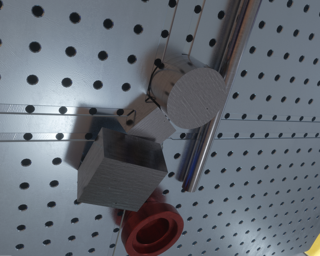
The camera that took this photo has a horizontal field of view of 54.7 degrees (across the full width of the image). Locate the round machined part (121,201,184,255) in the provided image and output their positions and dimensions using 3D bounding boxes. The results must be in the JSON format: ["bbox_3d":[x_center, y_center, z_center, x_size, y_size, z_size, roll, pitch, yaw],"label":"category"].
[{"bbox_3d":[-0.015,0.156,0.491,0.099,0.042,0.097,-14,124,-21],"label":"round machined part"}]

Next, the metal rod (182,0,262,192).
[{"bbox_3d":[0.080,-0.035,0.435,0.025,0.025,0.298,0,119,-29],"label":"metal rod"}]

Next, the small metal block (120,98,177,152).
[{"bbox_3d":[-0.015,-0.001,0.404,0.050,0.025,0.050,-40,130,-2],"label":"small metal block"}]

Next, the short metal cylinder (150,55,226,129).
[{"bbox_3d":[0.034,-0.045,0.387,0.081,0.050,0.079,-14,124,-21],"label":"short metal cylinder"}]

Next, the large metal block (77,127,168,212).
[{"bbox_3d":[-0.049,0.054,0.384,0.081,0.050,0.080,18,124,-27],"label":"large metal block"}]
